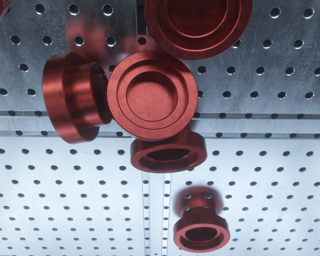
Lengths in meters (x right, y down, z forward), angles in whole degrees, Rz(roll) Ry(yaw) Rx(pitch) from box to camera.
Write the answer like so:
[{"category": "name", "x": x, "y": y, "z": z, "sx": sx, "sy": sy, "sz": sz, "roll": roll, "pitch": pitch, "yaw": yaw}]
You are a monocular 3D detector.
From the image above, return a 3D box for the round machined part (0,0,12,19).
[{"category": "round machined part", "x": -0.184, "y": -0.140, "z": 0.280, "sx": 0.099, "sy": 0.042, "sz": 0.097, "roll": 0, "pitch": 130, "yaw": 0}]

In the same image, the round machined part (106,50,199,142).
[{"category": "round machined part", "x": -0.010, "y": -0.033, "z": 0.349, "sx": 0.099, "sy": 0.098, "sz": 0.042, "roll": 8, "pitch": 171, "yaw": -7}]

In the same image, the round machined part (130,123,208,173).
[{"category": "round machined part", "x": 0.010, "y": 0.023, "z": 0.406, "sx": 0.099, "sy": 0.042, "sz": 0.098, "roll": -4, "pitch": 152, "yaw": -2}]

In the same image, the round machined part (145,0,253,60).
[{"category": "round machined part", "x": 0.035, "y": -0.119, "z": 0.299, "sx": 0.099, "sy": 0.042, "sz": 0.097, "roll": 0, "pitch": 130, "yaw": 0}]

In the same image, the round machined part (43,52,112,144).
[{"category": "round machined part", "x": -0.081, "y": -0.034, "z": 0.335, "sx": 0.042, "sy": 0.098, "sz": 0.098, "roll": -9, "pitch": 130, "yaw": 8}]

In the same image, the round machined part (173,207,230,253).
[{"category": "round machined part", "x": 0.072, "y": 0.179, "z": 0.553, "sx": 0.099, "sy": 0.042, "sz": 0.097, "roll": 0, "pitch": 130, "yaw": 0}]
